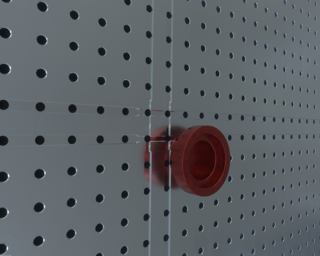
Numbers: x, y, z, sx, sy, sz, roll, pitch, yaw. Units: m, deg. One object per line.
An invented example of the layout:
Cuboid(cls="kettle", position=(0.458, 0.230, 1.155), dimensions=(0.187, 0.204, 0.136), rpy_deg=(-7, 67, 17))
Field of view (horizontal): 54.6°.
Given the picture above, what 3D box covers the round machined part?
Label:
Cuboid(cls="round machined part", position=(0.053, 0.045, 0.441), dimensions=(0.099, 0.042, 0.097), rpy_deg=(0, 90, -40))
